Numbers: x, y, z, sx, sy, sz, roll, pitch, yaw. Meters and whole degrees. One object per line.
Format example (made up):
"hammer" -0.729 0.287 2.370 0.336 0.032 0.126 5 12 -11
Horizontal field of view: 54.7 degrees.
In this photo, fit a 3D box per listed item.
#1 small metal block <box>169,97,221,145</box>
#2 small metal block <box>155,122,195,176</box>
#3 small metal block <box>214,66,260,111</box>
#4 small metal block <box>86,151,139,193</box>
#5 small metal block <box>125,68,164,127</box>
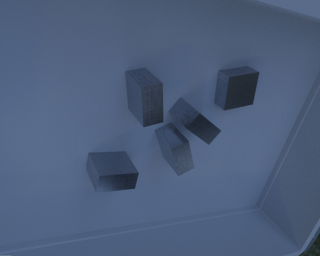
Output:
"small metal block" 0.046 -0.010 0.414 0.050 0.050 0.025 34 99 -39
"small metal block" 0.020 0.029 0.423 0.025 0.050 0.050 -25 128 -13
"small metal block" 0.107 -0.056 0.435 0.050 0.025 0.050 -12 124 -22
"small metal block" -0.062 0.054 0.394 0.050 0.050 0.025 0 119 -29
"small metal block" -0.018 -0.037 0.361 0.025 0.050 0.050 -15 125 -20
